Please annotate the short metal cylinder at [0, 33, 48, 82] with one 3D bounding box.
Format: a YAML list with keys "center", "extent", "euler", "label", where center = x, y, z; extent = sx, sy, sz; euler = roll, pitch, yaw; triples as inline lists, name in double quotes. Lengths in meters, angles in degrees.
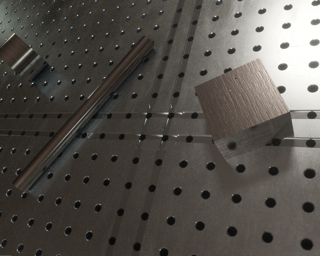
- center: [-0.262, -0.133, 0.589]
  extent: [0.050, 0.080, 0.080]
  euler: [-48, 52, -6]
  label: "short metal cylinder"

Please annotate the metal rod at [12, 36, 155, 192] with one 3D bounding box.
- center: [-0.114, -0.026, 0.481]
  extent: [0.025, 0.025, 0.300]
  euler: [34, 80, 38]
  label: "metal rod"

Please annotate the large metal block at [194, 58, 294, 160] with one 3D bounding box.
- center: [0.094, -0.021, 0.355]
  extent: [0.080, 0.050, 0.080]
  euler: [-23, 53, 13]
  label: "large metal block"
